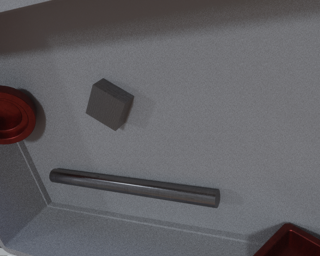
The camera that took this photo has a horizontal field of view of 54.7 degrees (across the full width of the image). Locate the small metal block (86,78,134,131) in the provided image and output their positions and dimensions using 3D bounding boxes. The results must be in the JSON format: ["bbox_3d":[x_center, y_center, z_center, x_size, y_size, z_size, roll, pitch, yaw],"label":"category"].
[{"bbox_3d":[-0.069,-0.032,0.424,0.050,0.025,0.050,31,128,8],"label":"small metal block"}]

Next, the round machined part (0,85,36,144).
[{"bbox_3d":[-0.248,-0.025,0.489,0.099,0.042,0.097,-9,127,-11],"label":"round machined part"}]

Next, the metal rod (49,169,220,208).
[{"bbox_3d":[-0.055,0.092,0.492,0.301,0.025,0.025,3,120,26],"label":"metal rod"}]

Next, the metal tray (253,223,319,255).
[{"bbox_3d":[0.177,0.174,0.349,0.130,0.091,0.030,25,134,46],"label":"metal tray"}]
